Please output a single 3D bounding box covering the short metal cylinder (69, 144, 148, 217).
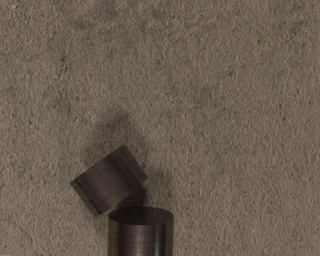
[{"bbox_3d":[-0.062,0.064,0.382,0.080,0.080,0.050,-36,91,0],"label":"short metal cylinder"}]

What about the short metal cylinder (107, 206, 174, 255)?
[{"bbox_3d":[-0.024,0.132,0.382,0.081,0.080,0.050,2,90,-1],"label":"short metal cylinder"}]
